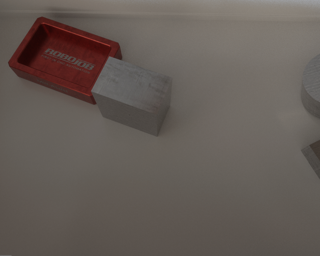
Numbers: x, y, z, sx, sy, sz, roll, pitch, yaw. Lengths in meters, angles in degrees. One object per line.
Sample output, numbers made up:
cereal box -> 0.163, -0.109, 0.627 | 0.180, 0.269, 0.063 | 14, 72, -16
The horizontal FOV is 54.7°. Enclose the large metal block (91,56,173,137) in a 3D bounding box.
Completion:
large metal block -> -0.032, -0.037, 0.394 | 0.080, 0.080, 0.050 | 20, 71, 7

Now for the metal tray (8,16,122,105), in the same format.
metal tray -> -0.132, -0.097, 0.440 | 0.131, 0.030, 0.090 | 21, 71, 7

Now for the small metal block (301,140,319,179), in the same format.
small metal block -> 0.222, 0.037, 0.399 | 0.050, 0.025, 0.050 | -24, 72, -9

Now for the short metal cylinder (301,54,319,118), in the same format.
short metal cylinder -> 0.230, -0.055, 0.406 | 0.080, 0.050, 0.080 | -7, 68, 19
